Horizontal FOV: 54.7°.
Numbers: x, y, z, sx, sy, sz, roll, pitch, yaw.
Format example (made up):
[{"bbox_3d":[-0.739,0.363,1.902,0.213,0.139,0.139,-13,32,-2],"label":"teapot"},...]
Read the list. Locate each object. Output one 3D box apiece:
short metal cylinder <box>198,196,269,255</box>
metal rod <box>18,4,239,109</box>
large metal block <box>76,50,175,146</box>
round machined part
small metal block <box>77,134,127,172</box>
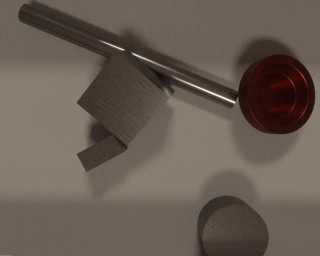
[{"bbox_3d":[0.092,0.133,0.400,0.081,0.050,0.079,0,90,-1],"label":"short metal cylinder"},{"bbox_3d":[-0.040,-0.094,0.410,0.301,0.025,0.025,22,90,-1],"label":"metal rod"},{"bbox_3d":[-0.040,-0.039,0.385,0.080,0.050,0.080,41,108,-3],"label":"large metal block"},{"bbox_3d":[0.144,-0.041,0.397,0.099,0.042,0.097,0,90,-16],"label":"round machined part"},{"bbox_3d":[-0.073,0.030,0.398,0.050,0.050,0.025,-28,91,0],"label":"small metal block"}]
